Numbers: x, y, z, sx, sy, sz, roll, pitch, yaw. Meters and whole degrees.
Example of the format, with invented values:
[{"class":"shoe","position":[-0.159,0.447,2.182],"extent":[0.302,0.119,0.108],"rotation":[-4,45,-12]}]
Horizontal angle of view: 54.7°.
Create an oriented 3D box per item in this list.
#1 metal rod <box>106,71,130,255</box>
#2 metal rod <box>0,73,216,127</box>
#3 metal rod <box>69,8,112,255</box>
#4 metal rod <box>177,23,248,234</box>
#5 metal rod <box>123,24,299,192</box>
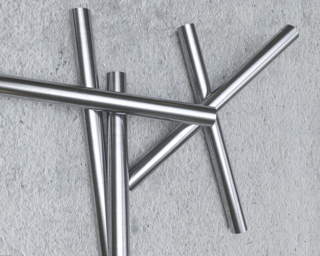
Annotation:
[{"class":"metal rod","position":[-0.049,0.081,0.369],"extent":[0.025,0.025,0.298],"rotation":[1,82,-20]},{"class":"metal rod","position":[-0.083,-0.034,0.351],"extent":[0.302,0.025,0.025],"rotation":[8,87,-10]},{"class":"metal rod","position":[-0.080,0.008,0.379],"extent":[0.025,0.025,0.298],"rotation":[-7,93,-20]},{"class":"metal rod","position":[0.075,0.005,0.436],"extent":[0.025,0.025,0.298],"rotation":[-18,96,-19]},{"class":"metal rod","position":[0.067,-0.029,0.406],"extent":[0.300,0.025,0.025],"rotation":[-42,104,-5]}]
